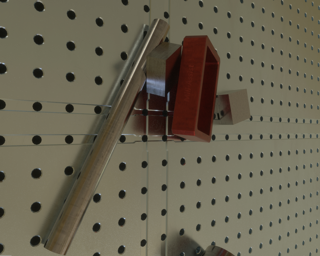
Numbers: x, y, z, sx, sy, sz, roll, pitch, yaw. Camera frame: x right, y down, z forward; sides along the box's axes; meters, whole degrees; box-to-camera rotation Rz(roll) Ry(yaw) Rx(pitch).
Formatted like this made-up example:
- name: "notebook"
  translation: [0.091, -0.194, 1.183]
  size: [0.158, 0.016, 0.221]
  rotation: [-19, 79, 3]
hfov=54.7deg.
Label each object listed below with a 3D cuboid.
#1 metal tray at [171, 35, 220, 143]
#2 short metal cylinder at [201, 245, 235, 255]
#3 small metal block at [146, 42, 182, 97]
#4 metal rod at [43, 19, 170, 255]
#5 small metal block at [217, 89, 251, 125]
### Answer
- name: "metal tray"
  translation: [0.053, -0.049, 0.427]
  size: [0.090, 0.030, 0.129]
  rotation: [22, 74, -66]
- name: "short metal cylinder"
  translation: [0.088, 0.219, 0.450]
  size: [0.050, 0.080, 0.080]
  rotation: [-42, 116, -32]
- name: "small metal block"
  translation: [0.005, -0.075, 0.393]
  size: [0.050, 0.025, 0.050]
  rotation: [-53, 152, -47]
- name: "metal rod"
  translation: [-0.053, -0.005, 0.365]
  size: [0.025, 0.025, 0.300]
  rotation: [36, 68, -35]
- name: "small metal block"
  translation: [0.123, -0.035, 0.515]
  size: [0.050, 0.025, 0.050]
  rotation: [-19, 102, -39]
